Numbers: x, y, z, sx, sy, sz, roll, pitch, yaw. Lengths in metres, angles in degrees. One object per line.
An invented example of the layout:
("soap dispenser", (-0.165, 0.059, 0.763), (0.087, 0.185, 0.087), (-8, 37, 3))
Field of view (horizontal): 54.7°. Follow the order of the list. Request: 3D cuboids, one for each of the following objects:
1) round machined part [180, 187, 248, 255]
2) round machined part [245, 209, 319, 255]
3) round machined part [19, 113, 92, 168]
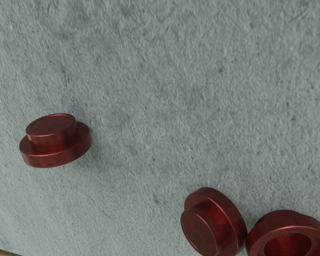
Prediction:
("round machined part", (0.066, 0.133, 0.418), (0.098, 0.042, 0.097), (32, 134, 41))
("round machined part", (0.156, 0.141, 0.386), (0.099, 0.042, 0.097), (1, 120, 2))
("round machined part", (-0.151, 0.012, 0.445), (0.098, 0.098, 0.042), (7, 122, 24))
